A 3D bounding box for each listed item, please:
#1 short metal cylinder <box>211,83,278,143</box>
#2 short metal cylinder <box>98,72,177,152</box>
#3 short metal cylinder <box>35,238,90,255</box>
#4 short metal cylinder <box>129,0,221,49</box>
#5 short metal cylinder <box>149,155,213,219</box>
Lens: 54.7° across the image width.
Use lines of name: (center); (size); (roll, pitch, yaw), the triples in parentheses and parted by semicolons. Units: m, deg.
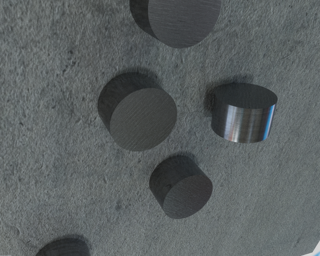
short metal cylinder: (0.112, -0.022, 0.418); (0.081, 0.080, 0.050); (-13, 124, -21)
short metal cylinder: (-0.027, -0.019, 0.364); (0.081, 0.050, 0.079); (-14, 124, -21)
short metal cylinder: (-0.137, 0.206, 0.443); (0.081, 0.050, 0.079); (-14, 124, -21)
short metal cylinder: (0.015, -0.128, 0.319); (0.081, 0.050, 0.079); (-14, 124, -21)
short metal cylinder: (0.031, 0.088, 0.461); (0.081, 0.050, 0.079); (-14, 124, -21)
